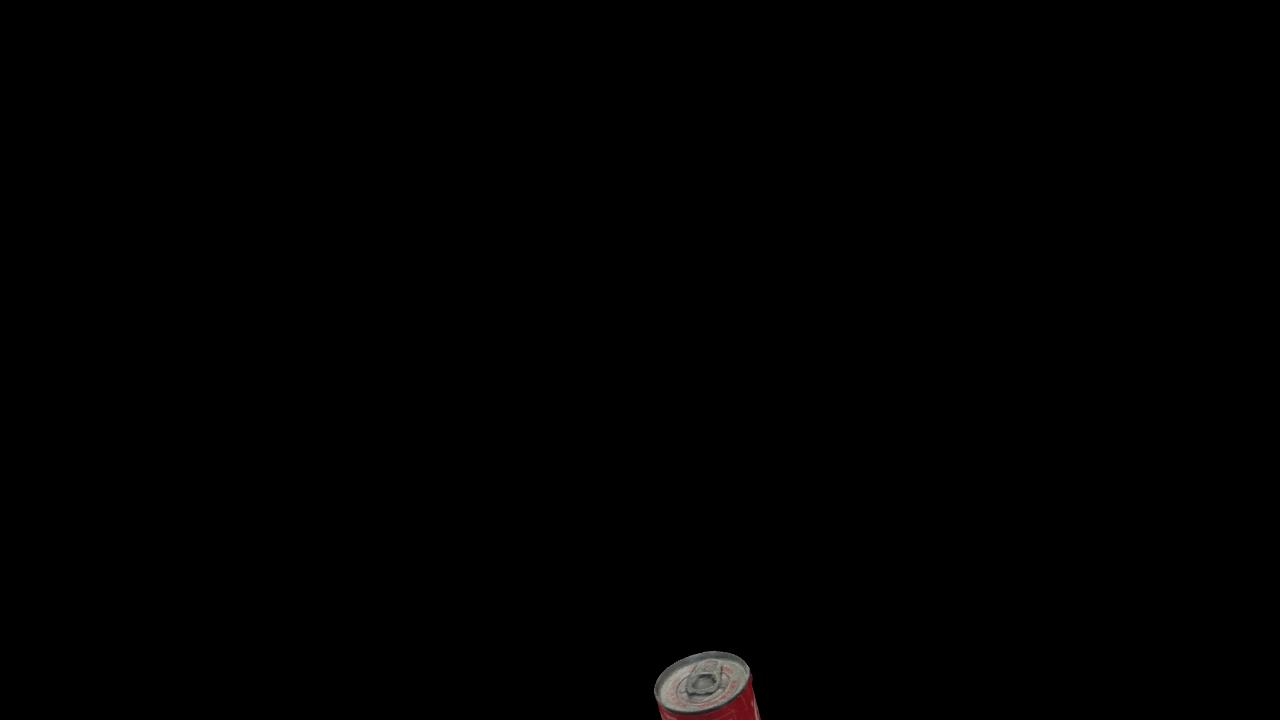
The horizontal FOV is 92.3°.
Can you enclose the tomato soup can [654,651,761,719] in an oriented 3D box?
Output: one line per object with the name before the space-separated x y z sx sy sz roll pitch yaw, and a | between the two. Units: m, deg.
tomato soup can | 0.054 0.266 0.421 0.068 0.101 0.068 -14 2 1
